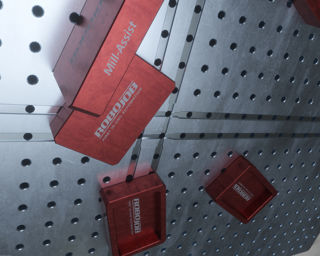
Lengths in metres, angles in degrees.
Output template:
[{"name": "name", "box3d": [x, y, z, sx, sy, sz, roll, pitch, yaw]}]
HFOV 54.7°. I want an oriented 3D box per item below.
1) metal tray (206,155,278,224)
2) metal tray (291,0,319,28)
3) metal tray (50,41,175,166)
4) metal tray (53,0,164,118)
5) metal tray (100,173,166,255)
[{"name": "metal tray", "box3d": [0.153, 0.117, 0.566, 0.090, 0.030, 0.130, -46, 130, 3]}, {"name": "metal tray", "box3d": [0.233, -0.211, 0.407, 0.090, 0.030, 0.130, 29, 102, -38]}, {"name": "metal tray", "box3d": [-0.054, -0.026, 0.364, 0.090, 0.030, 0.130, 30, 102, -38]}, {"name": "metal tray", "box3d": [-0.052, -0.086, 0.288, 0.030, 0.090, 0.129, 20, 107, -36]}, {"name": "metal tray", "box3d": [-0.037, 0.138, 0.474, 0.091, 0.030, 0.129, -14, 125, -21]}]
